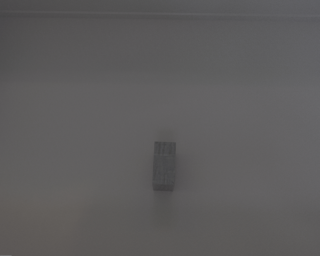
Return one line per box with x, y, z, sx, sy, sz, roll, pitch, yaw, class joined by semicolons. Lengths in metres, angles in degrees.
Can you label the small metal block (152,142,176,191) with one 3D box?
0.005;0.048;0.379;0.025;0.050;0.050;2;70;1;small metal block
